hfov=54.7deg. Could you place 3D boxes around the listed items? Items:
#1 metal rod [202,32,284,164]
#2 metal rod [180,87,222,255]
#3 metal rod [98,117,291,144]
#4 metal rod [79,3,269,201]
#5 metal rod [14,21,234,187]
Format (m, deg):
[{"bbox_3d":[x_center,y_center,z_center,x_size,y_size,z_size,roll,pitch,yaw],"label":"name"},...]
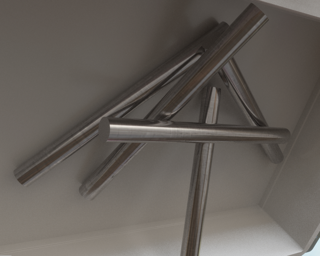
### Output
[{"bbox_3d":[0.134,-0.022,0.449,0.025,0.025,0.300,-43,135,2],"label":"metal rod"},{"bbox_3d":[0.050,0.094,0.412,0.025,0.025,0.298,9,88,-32],"label":"metal rod"},{"bbox_3d":[0.068,0.007,0.386,0.302,0.025,0.025,2,117,-36],"label":"metal rod"},{"bbox_3d":[0.002,-0.015,0.359,0.025,0.025,0.299,28,116,-38],"label":"metal rod"},{"bbox_3d":[-0.039,-0.031,0.368,0.301,0.025,0.025,-36,129,-4],"label":"metal rod"}]
